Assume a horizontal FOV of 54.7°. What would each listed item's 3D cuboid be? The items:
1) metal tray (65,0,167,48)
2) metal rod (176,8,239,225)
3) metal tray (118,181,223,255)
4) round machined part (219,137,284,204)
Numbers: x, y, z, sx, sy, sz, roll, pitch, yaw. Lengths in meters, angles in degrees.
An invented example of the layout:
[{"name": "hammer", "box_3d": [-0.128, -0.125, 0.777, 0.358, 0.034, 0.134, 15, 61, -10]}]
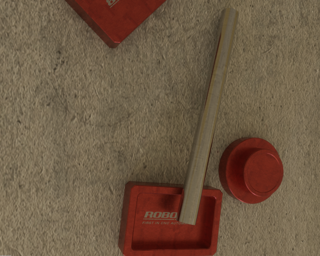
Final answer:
[{"name": "metal tray", "box_3d": [-0.044, -0.177, 0.391, 0.090, 0.030, 0.130, 46, 75, -15]}, {"name": "metal rod", "box_3d": [0.067, -0.024, 0.416, 0.025, 0.025, 0.299, 18, 77, -20]}, {"name": "metal tray", "box_3d": [0.016, 0.121, 0.413, 0.131, 0.030, 0.089, 7, 88, -20]}, {"name": "round machined part", "box_3d": [0.140, 0.063, 0.454, 0.099, 0.042, 0.097, 0, 90, -21]}]
